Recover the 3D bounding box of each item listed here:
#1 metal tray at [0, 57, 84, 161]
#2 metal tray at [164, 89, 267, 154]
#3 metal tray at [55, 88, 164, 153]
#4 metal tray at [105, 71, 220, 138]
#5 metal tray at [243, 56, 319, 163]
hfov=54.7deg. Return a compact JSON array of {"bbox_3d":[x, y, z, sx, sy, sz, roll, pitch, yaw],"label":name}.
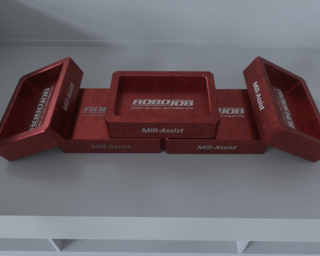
[{"bbox_3d":[-0.154,-0.027,0.399,0.090,0.030,0.130,-16,47,19],"label":"metal tray"},{"bbox_3d":[0.070,-0.011,0.410,0.131,0.030,0.090,0,50,0],"label":"metal tray"},{"bbox_3d":[-0.061,-0.011,0.410,0.131,0.030,0.090,0,50,0],"label":"metal tray"},{"bbox_3d":[0.003,-0.031,0.387,0.131,0.030,0.090,0,49,0],"label":"metal tray"},{"bbox_3d":[0.161,-0.027,0.398,0.091,0.030,0.130,19,46,-21],"label":"metal tray"}]
